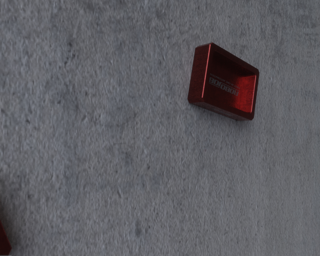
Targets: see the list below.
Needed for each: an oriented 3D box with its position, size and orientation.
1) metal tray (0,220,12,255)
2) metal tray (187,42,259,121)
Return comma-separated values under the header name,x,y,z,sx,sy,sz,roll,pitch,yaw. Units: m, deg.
name,x,y,z,sx,sy,sz,roll,pitch,yaw
metal tray,-0.198,0.091,0.237,0.131,0.030,0.089,-24,106,-38
metal tray,0.105,-0.068,0.491,0.131,0.030,0.090,15,80,-39
